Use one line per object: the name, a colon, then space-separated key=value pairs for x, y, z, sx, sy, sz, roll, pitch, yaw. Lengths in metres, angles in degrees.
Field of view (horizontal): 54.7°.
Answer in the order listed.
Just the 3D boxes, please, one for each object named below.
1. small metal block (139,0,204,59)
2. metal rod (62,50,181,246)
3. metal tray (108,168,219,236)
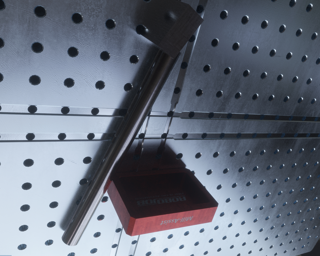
small metal block: x=0.011 y=-0.109 z=0.334 sx=0.025 sy=0.050 sz=0.050 roll=32 pitch=101 yaw=-38
metal rod: x=-0.057 y=0.032 z=0.399 sx=0.025 sy=0.025 sz=0.298 roll=18 pitch=109 yaw=-35
metal tray: x=0.003 y=0.097 z=0.430 sx=0.131 sy=0.090 sz=0.030 roll=0 pitch=118 yaw=-29
